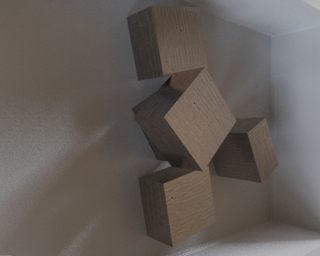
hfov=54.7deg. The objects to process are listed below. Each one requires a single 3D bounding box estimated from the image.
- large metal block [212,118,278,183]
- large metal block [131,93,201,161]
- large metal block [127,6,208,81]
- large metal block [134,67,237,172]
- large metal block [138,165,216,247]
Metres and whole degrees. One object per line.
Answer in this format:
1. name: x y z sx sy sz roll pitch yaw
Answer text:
1. large metal block: 0.123 0.031 0.474 0.050 0.080 0.080 -33 111 -35
2. large metal block: 0.022 -0.011 0.409 0.080 0.050 0.080 -39 114 -33
3. large metal block: 0.011 -0.108 0.399 0.081 0.050 0.079 -17 101 -39
4. large metal block: 0.031 -0.010 0.351 0.080 0.050 0.080 -51 120 -27
5. large metal block: 0.024 0.096 0.410 0.081 0.050 0.079 -14 99 -39
